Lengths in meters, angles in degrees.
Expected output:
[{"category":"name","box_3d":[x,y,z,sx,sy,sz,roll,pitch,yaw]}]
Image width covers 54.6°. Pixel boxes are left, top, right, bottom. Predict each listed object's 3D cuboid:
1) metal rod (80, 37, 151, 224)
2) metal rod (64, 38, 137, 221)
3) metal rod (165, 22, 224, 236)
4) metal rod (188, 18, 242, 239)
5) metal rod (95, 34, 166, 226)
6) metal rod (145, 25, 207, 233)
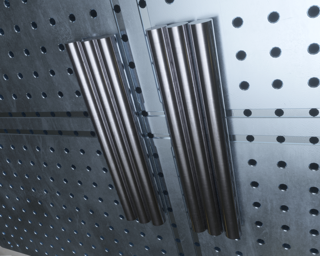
[{"category":"metal rod","box_3d":[-0.056,0.020,0.453,0.025,0.025,0.298,1,119,28]},{"category":"metal rod","box_3d":[-0.079,0.019,0.465,0.025,0.025,0.298,1,119,28]},{"category":"metal rod","box_3d":[0.050,0.020,0.397,0.025,0.025,0.298,1,119,28]},{"category":"metal rod","box_3d":[0.074,0.021,0.384,0.025,0.025,0.298,1,119,28]},{"category":"metal rod","box_3d":[-0.034,0.020,0.441,0.025,0.025,0.298,1,119,28]},{"category":"metal rod","box_3d":[0.028,0.019,0.408,0.025,0.025,0.298,1,119,28]}]
